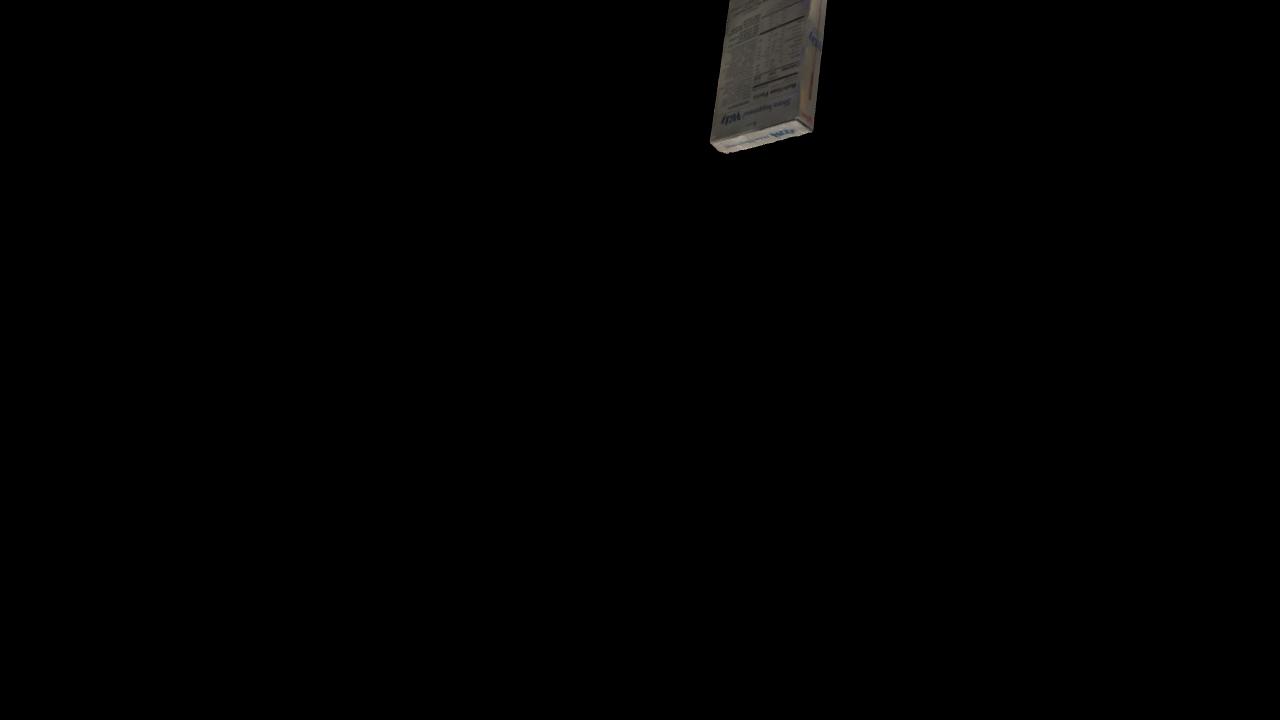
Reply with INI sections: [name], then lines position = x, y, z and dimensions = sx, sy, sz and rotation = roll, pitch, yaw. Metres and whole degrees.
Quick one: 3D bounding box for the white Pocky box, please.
[white Pocky box]
position = 0.102, -0.247, 0.483
dimensions = 0.028, 0.154, 0.084
rotation = 13, -7, -44
